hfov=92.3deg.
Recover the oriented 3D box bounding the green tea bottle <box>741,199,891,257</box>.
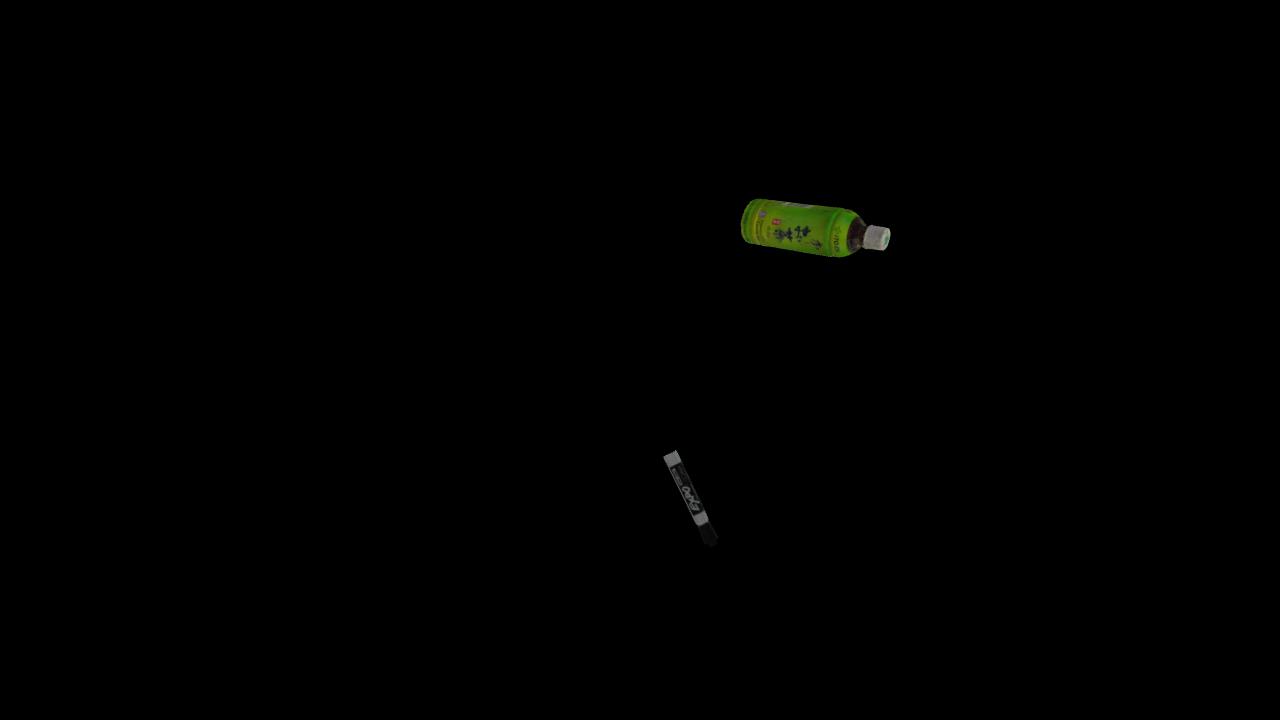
[{"bbox_3d":[0.250,-0.189,0.884,0.212,0.073,0.073,17,11,40],"label":"green tea bottle"}]

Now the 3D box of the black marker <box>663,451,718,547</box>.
[{"bbox_3d":[0.062,0.169,0.747,0.020,0.121,0.020,-25,-8,-4],"label":"black marker"}]
